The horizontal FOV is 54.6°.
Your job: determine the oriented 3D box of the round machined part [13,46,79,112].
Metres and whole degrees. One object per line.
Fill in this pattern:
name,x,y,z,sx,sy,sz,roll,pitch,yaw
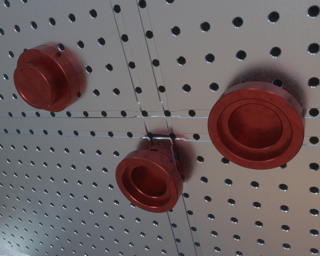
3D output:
round machined part,-0.171,-0.066,0.450,0.098,0.042,0.097,13,124,21

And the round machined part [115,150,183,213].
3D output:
round machined part,-0.012,0.072,0.452,0.098,0.042,0.097,13,124,21

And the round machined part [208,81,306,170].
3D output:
round machined part,0.106,-0.006,0.341,0.098,0.042,0.097,13,124,21
